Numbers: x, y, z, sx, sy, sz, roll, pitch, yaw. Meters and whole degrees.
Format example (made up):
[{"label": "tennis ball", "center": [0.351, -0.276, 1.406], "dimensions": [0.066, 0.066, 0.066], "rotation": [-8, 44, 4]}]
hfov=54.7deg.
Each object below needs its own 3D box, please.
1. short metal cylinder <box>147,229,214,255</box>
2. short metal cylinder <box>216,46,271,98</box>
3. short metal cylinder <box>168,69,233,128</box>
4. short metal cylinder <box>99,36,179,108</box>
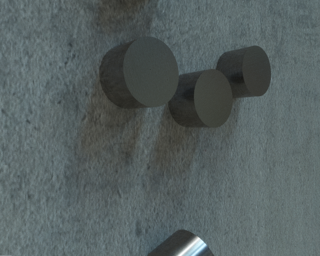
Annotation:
[{"label": "short metal cylinder", "center": [0.029, 0.179, 0.396], "dimensions": [0.050, 0.080, 0.080], "rotation": [-27, 107, -37]}, {"label": "short metal cylinder", "center": [0.138, -0.090, 0.507], "dimensions": [0.081, 0.050, 0.079], "rotation": [0, 90, -40]}, {"label": "short metal cylinder", "center": [0.058, -0.040, 0.439], "dimensions": [0.081, 0.050, 0.079], "rotation": [0, 90, -40]}, {"label": "short metal cylinder", "center": [-0.024, -0.064, 0.370], "dimensions": [0.081, 0.050, 0.079], "rotation": [0, 90, -40]}]
